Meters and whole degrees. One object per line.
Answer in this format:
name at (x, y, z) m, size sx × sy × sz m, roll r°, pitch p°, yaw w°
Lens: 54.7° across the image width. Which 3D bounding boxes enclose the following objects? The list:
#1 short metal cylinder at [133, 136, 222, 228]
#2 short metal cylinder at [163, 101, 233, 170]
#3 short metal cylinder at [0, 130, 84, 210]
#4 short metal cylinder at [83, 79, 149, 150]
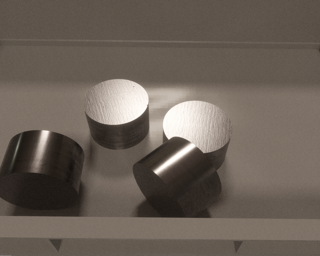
short metal cylinder at (0.017, 0.056, 0.323) m, size 0.050 × 0.080 × 0.080 m, roll -35°, pitch 58°, yaw -26°
short metal cylinder at (0.044, 0.012, 0.379) m, size 0.081 × 0.050 × 0.080 m, roll 0°, pitch 50°, yaw 0°
short metal cylinder at (-0.125, 0.047, 0.329) m, size 0.081 × 0.080 × 0.050 m, roll -1°, pitch 50°, yaw -1°
short metal cylinder at (-0.055, -0.018, 0.404) m, size 0.081 × 0.050 × 0.080 m, roll 0°, pitch 50°, yaw 0°
